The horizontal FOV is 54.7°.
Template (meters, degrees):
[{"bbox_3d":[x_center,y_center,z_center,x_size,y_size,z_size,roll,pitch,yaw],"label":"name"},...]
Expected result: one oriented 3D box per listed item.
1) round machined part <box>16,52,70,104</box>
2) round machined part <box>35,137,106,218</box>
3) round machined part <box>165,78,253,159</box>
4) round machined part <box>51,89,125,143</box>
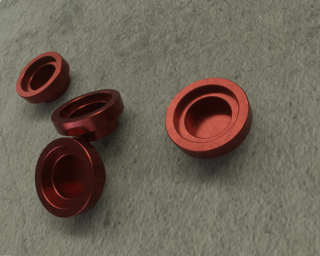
[{"bbox_3d":[-0.199,-0.084,0.546,0.098,0.042,0.098,-13,56,20],"label":"round machined part"},{"bbox_3d":[-0.109,0.061,0.396,0.098,0.042,0.097,-3,84,28],"label":"round machined part"},{"bbox_3d":[0.059,-0.008,0.366,0.098,0.042,0.098,-13,56,20],"label":"round machined part"},{"bbox_3d":[-0.096,-0.014,0.433,0.098,0.042,0.098,-14,27,7],"label":"round machined part"}]
